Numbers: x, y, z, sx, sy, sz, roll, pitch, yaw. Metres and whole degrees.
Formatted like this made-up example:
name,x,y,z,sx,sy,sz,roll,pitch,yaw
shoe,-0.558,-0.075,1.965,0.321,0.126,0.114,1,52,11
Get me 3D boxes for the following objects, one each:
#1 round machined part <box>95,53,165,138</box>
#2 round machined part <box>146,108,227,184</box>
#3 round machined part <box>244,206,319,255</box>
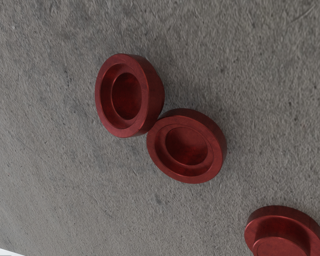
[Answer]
name,x,y,z,sx,sy,sz,roll,pitch,yaw
round machined part,-0.033,-0.038,0.373,0.098,0.042,0.097,7,100,43
round machined part,0.036,0.018,0.388,0.098,0.042,0.097,13,124,20
round machined part,0.160,0.153,0.406,0.098,0.042,0.097,13,124,21
